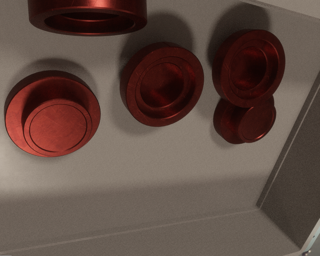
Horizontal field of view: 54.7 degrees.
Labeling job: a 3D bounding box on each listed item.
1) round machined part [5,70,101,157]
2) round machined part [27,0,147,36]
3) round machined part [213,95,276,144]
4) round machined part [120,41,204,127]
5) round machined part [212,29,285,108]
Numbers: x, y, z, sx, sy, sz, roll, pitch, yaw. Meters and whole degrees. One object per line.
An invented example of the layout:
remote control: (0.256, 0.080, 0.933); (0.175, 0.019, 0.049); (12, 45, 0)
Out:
round machined part: (-0.111, -0.009, 0.332); (0.099, 0.042, 0.097); (-14, 125, -21)
round machined part: (-0.061, -0.111, 0.267); (0.099, 0.098, 0.042); (-5, 96, -27)
round machined part: (0.133, -0.016, 0.462); (0.099, 0.042, 0.097); (-14, 125, -21)
round machined part: (-0.001, -0.054, 0.365); (0.099, 0.042, 0.097); (-14, 125, -21)
round machined part: (0.110, -0.079, 0.404); (0.099, 0.042, 0.097); (-8, 112, -21)
